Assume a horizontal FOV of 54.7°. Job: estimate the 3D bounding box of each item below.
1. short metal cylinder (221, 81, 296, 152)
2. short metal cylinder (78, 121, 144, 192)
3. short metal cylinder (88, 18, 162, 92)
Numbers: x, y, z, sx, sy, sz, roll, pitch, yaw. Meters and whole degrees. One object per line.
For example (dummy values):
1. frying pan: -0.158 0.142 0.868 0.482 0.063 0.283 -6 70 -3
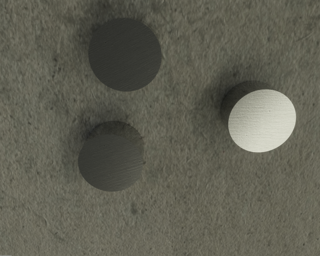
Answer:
1. short metal cylinder: 0.122 -0.016 0.392 0.081 0.050 0.079 0 110 -1
2. short metal cylinder: -0.062 0.036 0.409 0.081 0.050 0.079 0 110 -1
3. short metal cylinder: -0.039 -0.088 0.364 0.081 0.050 0.079 0 110 -1
